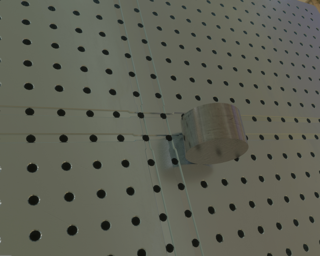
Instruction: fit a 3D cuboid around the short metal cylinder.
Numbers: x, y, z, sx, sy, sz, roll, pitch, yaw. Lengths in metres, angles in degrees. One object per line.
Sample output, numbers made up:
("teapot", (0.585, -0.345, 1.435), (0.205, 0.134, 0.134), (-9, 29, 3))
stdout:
("short metal cylinder", (0.070, 0.010, 0.407), (0.081, 0.080, 0.050), (8, 58, -24))
